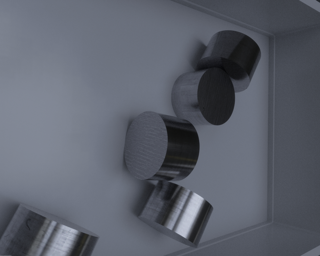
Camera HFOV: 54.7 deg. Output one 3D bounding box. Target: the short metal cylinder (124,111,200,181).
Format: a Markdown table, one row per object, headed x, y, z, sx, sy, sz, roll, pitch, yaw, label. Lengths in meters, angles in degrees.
| x | y | z | sx | sy | sz | roll | pitch | yaw | label |
| --- | --- | --- | --- | --- | --- | --- | --- | --- | --- |
| 0.001 | 0.023 | 0.373 | 0.050 | 0.080 | 0.080 | 12 | 83 | -40 | short metal cylinder |

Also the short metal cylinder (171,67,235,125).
| x | y | z | sx | sy | sz | roll | pitch | yaw | label |
| --- | --- | --- | --- | --- | --- | --- | --- | --- | --- |
| 0.063 | -0.044 | 0.445 | 0.081 | 0.050 | 0.079 | 0 | 90 | -40 | short metal cylinder |

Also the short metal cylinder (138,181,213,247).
| x | y | z | sx | sy | sz | roll | pitch | yaw | label |
| --- | --- | --- | --- | --- | --- | --- | --- | --- | --- |
| 0.020 | 0.108 | 0.390 | 0.080 | 0.080 | 0.050 | 44 | 64 | -32 | short metal cylinder |

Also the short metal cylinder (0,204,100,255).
| x | y | z | sx | sy | sz | roll | pitch | yaw | label |
| --- | --- | --- | --- | --- | --- | --- | --- | --- | --- |
| -0.104 | 0.109 | 0.285 | 0.080 | 0.080 | 0.050 | 37 | 67 | -34 | short metal cylinder |

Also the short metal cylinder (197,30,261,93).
| x | y | z | sx | sy | sz | roll | pitch | yaw | label |
| --- | --- | --- | --- | --- | --- | --- | --- | --- | --- |
| 0.102 | -0.097 | 0.458 | 0.080 | 0.080 | 0.050 | 42 | 65 | -33 | short metal cylinder |
